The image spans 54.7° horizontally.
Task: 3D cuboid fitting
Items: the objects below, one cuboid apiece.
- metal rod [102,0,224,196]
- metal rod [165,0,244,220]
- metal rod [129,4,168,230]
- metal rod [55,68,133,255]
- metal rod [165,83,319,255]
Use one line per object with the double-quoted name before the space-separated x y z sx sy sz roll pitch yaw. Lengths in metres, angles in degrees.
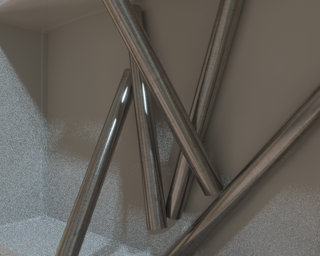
"metal rod" -0.007 -0.059 0.334 0.025 0.025 0.299 -21 102 38
"metal rod" 0.051 -0.031 0.364 0.025 0.025 0.298 23 105 37
"metal rod" -0.021 -0.023 0.406 0.025 0.025 0.299 -17 74 39
"metal rod" -0.080 0.057 0.392 0.025 0.025 0.299 0 64 40
"metal rod" 0.092 0.058 0.330 0.025 0.025 0.298 49 119 29
